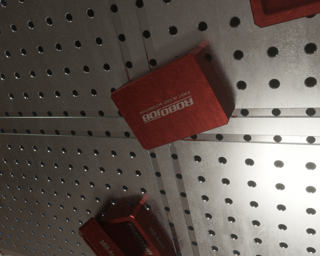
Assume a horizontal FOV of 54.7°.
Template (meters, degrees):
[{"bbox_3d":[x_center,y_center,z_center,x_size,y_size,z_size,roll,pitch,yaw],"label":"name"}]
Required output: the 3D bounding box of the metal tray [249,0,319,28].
[{"bbox_3d":[0.135,-0.143,0.247,0.130,0.030,0.090,-7,115,30],"label":"metal tray"}]

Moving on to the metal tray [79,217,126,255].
[{"bbox_3d":[-0.093,0.225,0.557,0.130,0.030,0.090,47,153,9],"label":"metal tray"}]

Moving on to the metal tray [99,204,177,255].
[{"bbox_3d":[-0.039,0.199,0.549,0.090,0.030,0.130,-22,107,35],"label":"metal tray"}]

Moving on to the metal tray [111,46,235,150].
[{"bbox_3d":[0.013,-0.031,0.381,0.130,0.030,0.090,-21,108,35],"label":"metal tray"}]
